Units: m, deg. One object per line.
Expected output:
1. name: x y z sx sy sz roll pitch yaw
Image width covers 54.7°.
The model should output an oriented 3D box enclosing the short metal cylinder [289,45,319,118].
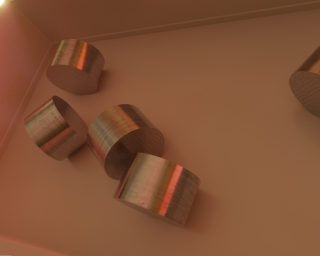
1. short metal cylinder: 0.178 -0.044 0.304 0.050 0.080 0.080 -46 52 -4

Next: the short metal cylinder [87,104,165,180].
1. short metal cylinder: -0.042 0.018 0.380 0.080 0.080 0.050 -42 51 -1

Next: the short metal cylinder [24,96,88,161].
1. short metal cylinder: -0.145 0.000 0.444 0.050 0.080 0.080 -38 51 3

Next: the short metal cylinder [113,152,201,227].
1. short metal cylinder: -0.003 0.066 0.330 0.080 0.080 0.050 11 68 32

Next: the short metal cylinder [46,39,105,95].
1. short metal cylinder: -0.134 -0.096 0.498 0.080 0.080 0.050 -4 60 26
